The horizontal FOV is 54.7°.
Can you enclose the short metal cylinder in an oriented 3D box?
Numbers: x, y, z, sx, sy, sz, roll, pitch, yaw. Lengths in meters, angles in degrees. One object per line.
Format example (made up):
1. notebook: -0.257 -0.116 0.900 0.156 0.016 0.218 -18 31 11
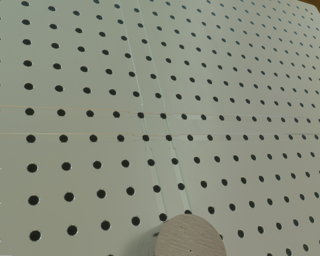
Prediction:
1. short metal cylinder: 0.022 0.136 0.322 0.081 0.050 0.080 14 56 -21
